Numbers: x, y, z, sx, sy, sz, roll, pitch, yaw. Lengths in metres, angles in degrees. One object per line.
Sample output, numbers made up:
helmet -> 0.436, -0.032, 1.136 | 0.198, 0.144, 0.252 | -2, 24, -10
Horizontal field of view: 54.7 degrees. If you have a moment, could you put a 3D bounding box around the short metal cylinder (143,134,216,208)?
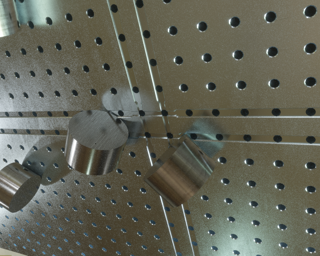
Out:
short metal cylinder -> 0.024, 0.054, 0.395 | 0.050, 0.080, 0.080 | 44, 129, -3

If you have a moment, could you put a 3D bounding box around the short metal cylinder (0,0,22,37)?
short metal cylinder -> -0.227, -0.151, 0.399 | 0.080, 0.080, 0.050 | 15, 124, 19

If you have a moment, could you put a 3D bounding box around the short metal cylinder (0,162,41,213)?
short metal cylinder -> -0.274, 0.112, 0.586 | 0.050, 0.080, 0.079 | 29, 128, 9

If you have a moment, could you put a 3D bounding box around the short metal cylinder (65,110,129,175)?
short metal cylinder -> -0.089, 0.019, 0.433 | 0.080, 0.080, 0.050 | 29, 128, 9
